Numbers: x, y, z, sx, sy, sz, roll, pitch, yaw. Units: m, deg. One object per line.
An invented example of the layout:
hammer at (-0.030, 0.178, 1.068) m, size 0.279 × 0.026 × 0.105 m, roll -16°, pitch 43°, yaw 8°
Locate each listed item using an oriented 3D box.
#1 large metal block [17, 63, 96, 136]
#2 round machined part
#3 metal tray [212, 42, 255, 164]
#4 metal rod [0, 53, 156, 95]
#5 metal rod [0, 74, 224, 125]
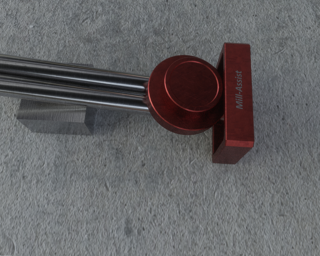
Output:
large metal block at (-0.128, -0.038, 0.404) m, size 0.081 × 0.050 × 0.080 m, roll 3°, pitch 70°, yaw 1°
round machined part at (0.035, -0.044, 0.365) m, size 0.099 × 0.042 × 0.098 m, roll 3°, pitch 72°, yaw -11°
metal tray at (0.087, -0.028, 0.385) m, size 0.030 × 0.090 × 0.130 m, roll 3°, pitch 70°, yaw 1°
metal rod at (-0.064, -0.060, 0.382) m, size 0.302 × 0.025 × 0.025 m, roll 7°, pitch 70°, yaw -12°
metal rod at (-0.066, -0.034, 0.373) m, size 0.302 × 0.025 × 0.025 m, roll 7°, pitch 70°, yaw -11°
